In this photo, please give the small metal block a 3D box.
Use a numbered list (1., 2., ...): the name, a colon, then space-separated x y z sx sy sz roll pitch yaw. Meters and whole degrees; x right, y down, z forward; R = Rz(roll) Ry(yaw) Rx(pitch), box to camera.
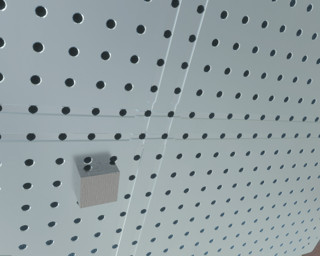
1. small metal block: -0.083 0.075 0.411 0.050 0.025 0.050 -5 121 -26
